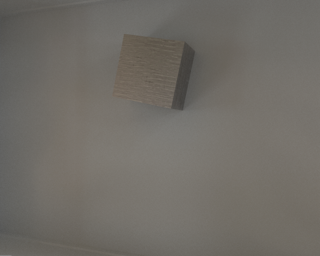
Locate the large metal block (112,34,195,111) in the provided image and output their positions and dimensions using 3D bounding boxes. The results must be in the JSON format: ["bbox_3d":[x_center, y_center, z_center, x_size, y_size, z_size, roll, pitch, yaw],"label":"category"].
[{"bbox_3d":[-0.007,-0.070,0.400,0.080,0.050,0.080,13,94,19],"label":"large metal block"}]
